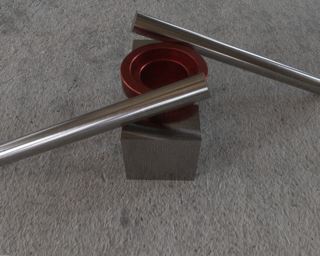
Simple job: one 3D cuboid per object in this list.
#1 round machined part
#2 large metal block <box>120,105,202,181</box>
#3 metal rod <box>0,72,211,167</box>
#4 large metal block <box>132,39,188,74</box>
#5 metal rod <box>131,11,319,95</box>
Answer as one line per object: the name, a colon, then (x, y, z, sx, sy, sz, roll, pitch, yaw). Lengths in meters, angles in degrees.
round machined part: (0.005, -0.054, 0.363, 0.099, 0.042, 0.098, 0, 50, 0)
large metal block: (0.001, 0.018, 0.354, 0.081, 0.080, 0.050, 1, 50, 0)
metal rod: (-0.094, 0.003, 0.329, 0.301, 0.025, 0.025, -18, 49, 14)
large metal block: (0.004, -0.074, 0.431, 0.081, 0.080, 0.050, 1, 50, 0)
metal rod: (0.109, -0.092, 0.414, 0.302, 0.025, 0.025, 14, 48, -18)
